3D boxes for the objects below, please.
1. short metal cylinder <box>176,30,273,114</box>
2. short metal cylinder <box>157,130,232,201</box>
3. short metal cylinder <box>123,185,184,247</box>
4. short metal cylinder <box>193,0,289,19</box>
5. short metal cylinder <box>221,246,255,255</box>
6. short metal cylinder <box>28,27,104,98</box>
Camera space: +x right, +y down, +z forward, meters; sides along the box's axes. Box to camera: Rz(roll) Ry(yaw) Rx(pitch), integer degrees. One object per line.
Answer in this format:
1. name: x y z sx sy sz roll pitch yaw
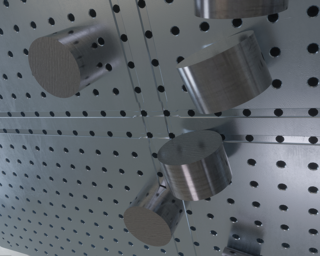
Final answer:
1. short metal cylinder: 0.063 -0.056 0.308 0.080 0.080 0.050 -16 110 34
2. short metal cylinder: 0.043 0.044 0.380 0.080 0.080 0.050 -6 115 31
3. short metal cylinder: -0.010 0.137 0.485 0.080 0.050 0.079 13 124 21
4. short metal cylinder: 0.068 -0.126 0.262 0.080 0.080 0.050 7 122 24
5. short metal cylinder: 0.112 0.222 0.454 0.050 0.080 0.079 12 124 22
6. short metal cylinder: -0.122 -0.086 0.407 0.080 0.050 0.079 13 124 21
